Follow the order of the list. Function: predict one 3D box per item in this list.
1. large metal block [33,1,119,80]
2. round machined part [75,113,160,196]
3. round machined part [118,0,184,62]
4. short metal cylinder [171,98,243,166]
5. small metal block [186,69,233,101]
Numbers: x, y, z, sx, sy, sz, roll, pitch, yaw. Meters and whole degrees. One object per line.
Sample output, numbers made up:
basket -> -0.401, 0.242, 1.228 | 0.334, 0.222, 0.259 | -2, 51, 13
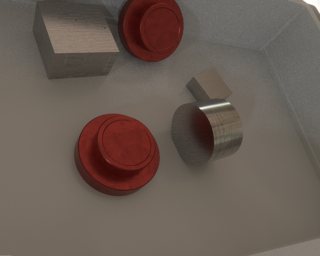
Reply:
large metal block -> -0.110, -0.113, 0.400 | 0.081, 0.050, 0.080 | -11, 67, -33
round machined part -> -0.044, 0.025, 0.357 | 0.099, 0.042, 0.098 | 14, 56, -21
round machined part -> -0.006, -0.143, 0.443 | 0.099, 0.097, 0.042 | -4, 22, -30
short metal cylinder -> 0.059, 0.004, 0.402 | 0.050, 0.080, 0.080 | -13, 69, -34
small metal block -> 0.078, -0.061, 0.487 | 0.050, 0.025, 0.050 | -27, 77, -37
